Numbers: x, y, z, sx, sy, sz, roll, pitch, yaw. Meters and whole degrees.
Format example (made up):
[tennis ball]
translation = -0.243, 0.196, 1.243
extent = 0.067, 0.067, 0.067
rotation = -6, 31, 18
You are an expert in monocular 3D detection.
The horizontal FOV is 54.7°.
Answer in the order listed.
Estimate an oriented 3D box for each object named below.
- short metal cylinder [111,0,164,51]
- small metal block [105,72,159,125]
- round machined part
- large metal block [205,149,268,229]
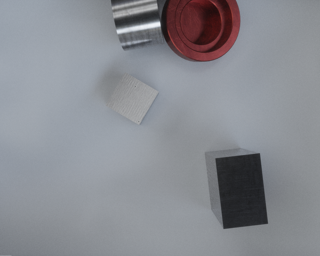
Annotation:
[short metal cylinder]
translation = -0.026, -0.139, 0.382
extent = 0.050, 0.080, 0.080
rotation = -8, 90, 4
[small metal block]
translation = -0.036, -0.038, 0.411
extent = 0.050, 0.025, 0.050
rotation = 30, 90, -1
[round machined part]
translation = 0.048, -0.134, 0.394
extent = 0.099, 0.042, 0.097
rotation = -3, 101, -17
[large metal block]
translation = 0.091, 0.070, 0.385
extent = 0.050, 0.080, 0.079
rotation = -7, 90, 0
